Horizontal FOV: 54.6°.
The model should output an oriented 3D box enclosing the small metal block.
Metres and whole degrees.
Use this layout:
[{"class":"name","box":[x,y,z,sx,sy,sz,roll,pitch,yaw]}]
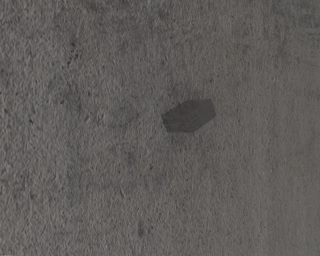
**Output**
[{"class":"small metal block","box":[0.039,-0.017,0.420,0.050,0.050,0.025,-33,111,-35]}]
